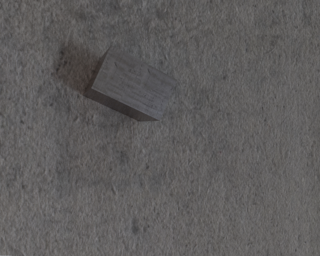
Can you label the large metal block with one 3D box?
[{"bbox_3d":[-0.039,-0.047,0.365,0.080,0.080,0.050,25,82,-18],"label":"large metal block"}]
